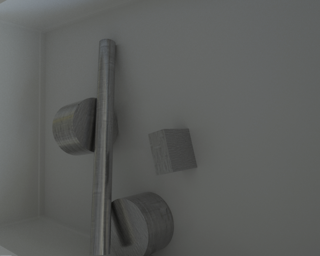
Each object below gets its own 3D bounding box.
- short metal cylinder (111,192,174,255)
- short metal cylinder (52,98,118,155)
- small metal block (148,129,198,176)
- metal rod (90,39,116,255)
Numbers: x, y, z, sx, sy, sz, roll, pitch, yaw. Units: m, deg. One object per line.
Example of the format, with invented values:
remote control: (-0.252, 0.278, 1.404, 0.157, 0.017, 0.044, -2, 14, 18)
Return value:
short metal cylinder: (-0.029, 0.129, 0.412, 0.080, 0.050, 0.079, 0, 90, 39)
short metal cylinder: (-0.109, -0.001, 0.458, 0.050, 0.081, 0.080, -11, 83, 39)
small metal block: (0.016, 0.028, 0.376, 0.025, 0.050, 0.050, -19, 78, 38)
metal rod: (-0.077, 0.014, 0.427, 0.025, 0.025, 0.299, -15, 68, 38)
